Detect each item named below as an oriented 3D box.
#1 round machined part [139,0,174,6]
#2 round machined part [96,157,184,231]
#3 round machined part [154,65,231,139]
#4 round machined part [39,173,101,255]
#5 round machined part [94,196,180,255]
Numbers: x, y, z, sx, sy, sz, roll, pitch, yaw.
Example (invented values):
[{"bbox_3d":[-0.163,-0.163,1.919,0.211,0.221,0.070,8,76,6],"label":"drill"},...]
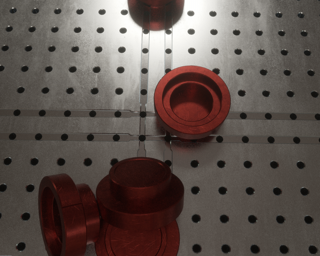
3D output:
[{"bbox_3d":[-0.006,-0.233,0.488,0.099,0.042,0.098,0,70,-1],"label":"round machined part"},{"bbox_3d":[-0.022,0.066,0.348,0.099,0.098,0.042,1,112,0],"label":"round machined part"},{"bbox_3d":[0.041,-0.031,0.415,0.099,0.042,0.098,0,70,-1],"label":"round machined part"},{"bbox_3d":[-0.100,0.099,0.344,0.042,0.098,0.098,-5,67,-35],"label":"round machined part"},{"bbox_3d":[-0.026,0.126,0.356,0.099,0.042,0.098,0,70,0],"label":"round machined part"}]
